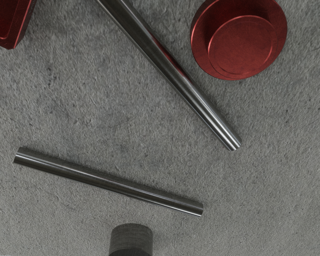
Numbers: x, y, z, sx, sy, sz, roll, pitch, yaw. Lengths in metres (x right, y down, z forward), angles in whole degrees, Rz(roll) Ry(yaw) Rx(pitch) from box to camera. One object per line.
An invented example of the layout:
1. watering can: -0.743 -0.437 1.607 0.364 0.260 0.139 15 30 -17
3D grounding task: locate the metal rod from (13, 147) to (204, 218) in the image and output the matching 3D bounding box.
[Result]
1. metal rod: -0.067 0.089 0.482 0.302 0.025 0.025 21 127 -17

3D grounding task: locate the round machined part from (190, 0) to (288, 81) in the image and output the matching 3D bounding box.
1. round machined part: 0.081 -0.090 0.320 0.099 0.042 0.097 0 130 0

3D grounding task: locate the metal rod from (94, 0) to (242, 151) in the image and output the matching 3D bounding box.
1. metal rod: 0.010 -0.069 0.348 0.025 0.025 0.300 -31 124 23

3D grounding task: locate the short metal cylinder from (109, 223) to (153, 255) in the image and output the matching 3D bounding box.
1. short metal cylinder: -0.054 0.223 0.580 0.081 0.050 0.079 0 130 0

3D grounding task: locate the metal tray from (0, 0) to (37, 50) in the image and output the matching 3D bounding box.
1. metal tray: -0.154 -0.146 0.277 0.090 0.030 0.129 25 126 -20
